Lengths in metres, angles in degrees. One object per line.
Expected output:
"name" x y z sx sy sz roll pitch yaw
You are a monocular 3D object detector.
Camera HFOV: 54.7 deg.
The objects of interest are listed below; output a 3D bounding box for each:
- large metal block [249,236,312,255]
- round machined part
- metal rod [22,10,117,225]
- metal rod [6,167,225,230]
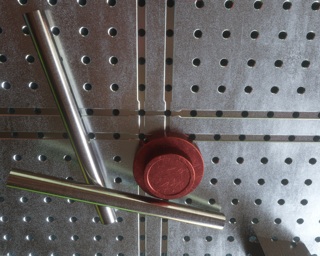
"large metal block" 0.189 0.216 0.467 0.081 0.080 0.050 11 110 -5
"round machined part" 0.012 0.058 0.426 0.099 0.042 0.097 0 110 -1
"metal rod" -0.112 0.001 0.412 0.025 0.025 0.298 -13 110 4
"metal rod" -0.048 0.101 0.428 0.302 0.025 0.025 16 110 -15
